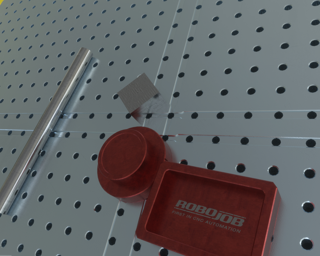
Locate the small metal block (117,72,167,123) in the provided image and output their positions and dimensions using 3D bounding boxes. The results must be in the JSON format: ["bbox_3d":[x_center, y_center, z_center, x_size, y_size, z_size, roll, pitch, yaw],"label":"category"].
[{"bbox_3d":[-0.027,-0.045,0.448,0.050,0.025,0.050,-37,51,3],"label":"small metal block"}]

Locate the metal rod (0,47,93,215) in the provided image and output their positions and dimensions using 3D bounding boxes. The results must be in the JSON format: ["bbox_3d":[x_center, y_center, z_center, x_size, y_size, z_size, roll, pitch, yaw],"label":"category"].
[{"bbox_3d":[-0.185,-0.007,0.507,0.025,0.025,0.300,9,66,31],"label":"metal rod"}]

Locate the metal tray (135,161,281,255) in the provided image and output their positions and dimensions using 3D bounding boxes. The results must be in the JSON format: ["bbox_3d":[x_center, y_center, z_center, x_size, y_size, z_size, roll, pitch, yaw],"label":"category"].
[{"bbox_3d":[0.048,0.090,0.323,0.130,0.030,0.090,8,65,31],"label":"metal tray"}]

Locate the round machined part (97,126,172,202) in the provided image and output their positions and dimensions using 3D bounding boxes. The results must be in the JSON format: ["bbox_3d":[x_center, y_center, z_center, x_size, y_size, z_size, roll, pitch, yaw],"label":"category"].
[{"bbox_3d":[-0.038,0.040,0.391,0.098,0.042,0.098,-13,56,20],"label":"round machined part"}]
